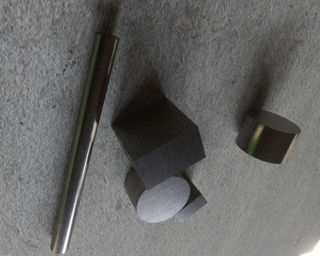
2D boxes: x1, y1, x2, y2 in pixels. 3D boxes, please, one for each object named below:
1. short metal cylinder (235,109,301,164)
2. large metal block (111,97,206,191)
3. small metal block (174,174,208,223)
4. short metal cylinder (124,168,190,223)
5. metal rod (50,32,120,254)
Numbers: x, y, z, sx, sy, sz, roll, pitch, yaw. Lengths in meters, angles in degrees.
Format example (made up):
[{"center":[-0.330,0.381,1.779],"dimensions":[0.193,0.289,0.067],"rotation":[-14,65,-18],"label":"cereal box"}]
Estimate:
[{"center":[0.161,0.011,0.466],"dimensions":[0.081,0.080,0.050],"rotation":[2,118,-30],"label":"short metal cylinder"},{"center":[-0.003,0.016,0.379],"dimensions":[0.080,0.080,0.050],"rotation":[-28,128,-11],"label":"large metal block"},{"center":[0.036,0.108,0.477],"dimensions":[0.050,0.050,0.025],"rotation":[-37,129,-4],"label":"small metal block"},{"center":[-0.005,0.087,0.442],"dimensions":[0.081,0.050,0.079],"rotation":[-14,124,-21],"label":"short metal cylinder"},{"center":[-0.097,0.035,0.375],"dimensions":[0.025,0.025,0.298],"rotation":[4,116,-30],"label":"metal rod"}]
